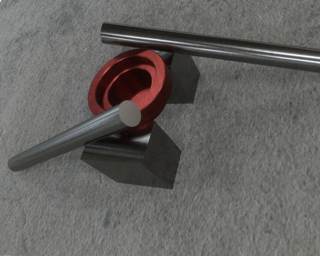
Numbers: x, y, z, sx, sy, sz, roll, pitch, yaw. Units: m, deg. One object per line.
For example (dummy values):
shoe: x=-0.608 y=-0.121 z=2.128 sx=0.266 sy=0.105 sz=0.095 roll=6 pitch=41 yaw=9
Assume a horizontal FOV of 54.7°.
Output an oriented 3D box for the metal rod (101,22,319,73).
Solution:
metal rod: x=0.081 y=-0.088 z=0.347 sx=0.302 sy=0.025 sz=0.025 roll=10 pitch=65 yaw=8

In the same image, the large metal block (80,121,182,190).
large metal block: x=-0.030 y=0.032 z=0.365 sx=0.080 sy=0.080 sz=0.050 roll=1 pitch=63 yaw=28

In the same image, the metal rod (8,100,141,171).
metal rod: x=-0.127 y=0.022 z=0.386 sx=0.299 sy=0.025 sz=0.025 roll=-19 pitch=51 yaw=45

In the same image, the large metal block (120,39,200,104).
large metal block: x=-0.001 y=-0.074 z=0.414 sx=0.080 sy=0.080 sz=0.050 roll=1 pitch=63 yaw=28

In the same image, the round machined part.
round machined part: x=-0.030 y=-0.040 z=0.358 sx=0.098 sy=0.042 sz=0.098 roll=-13 pitch=56 yaw=20
